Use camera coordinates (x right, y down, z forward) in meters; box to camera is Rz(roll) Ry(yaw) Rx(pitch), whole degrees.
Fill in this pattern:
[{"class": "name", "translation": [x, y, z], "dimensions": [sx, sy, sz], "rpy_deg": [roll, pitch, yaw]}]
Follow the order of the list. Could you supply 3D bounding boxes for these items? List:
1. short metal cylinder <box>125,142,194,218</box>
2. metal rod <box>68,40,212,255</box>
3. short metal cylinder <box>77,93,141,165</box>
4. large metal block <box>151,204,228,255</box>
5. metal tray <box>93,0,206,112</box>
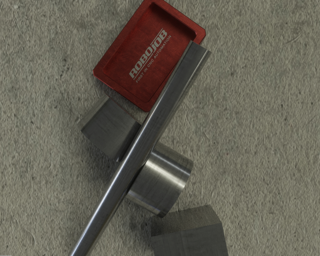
[{"class": "short metal cylinder", "translation": [-0.001, 0.063, 0.383], "dimensions": [0.050, 0.080, 0.080], "rpy_deg": [31, 90, -1]}, {"class": "metal rod", "translation": [-0.032, 0.042, 0.350], "dimensions": [0.025, 0.025, 0.298], "rpy_deg": [31, 107, 0]}, {"class": "short metal cylinder", "translation": [-0.053, 0.002, 0.382], "dimensions": [0.080, 0.080, 0.050], "rpy_deg": [41, 90, 0]}, {"class": "large metal block", "translation": [0.034, 0.137, 0.383], "dimensions": [0.080, 0.080, 0.050], "rpy_deg": [-11, 90, 0]}, {"class": "metal tray", "translation": [-0.013, -0.096, 0.407], "dimensions": [0.090, 0.030, 0.130], "rpy_deg": [36, 90, 0]}]
